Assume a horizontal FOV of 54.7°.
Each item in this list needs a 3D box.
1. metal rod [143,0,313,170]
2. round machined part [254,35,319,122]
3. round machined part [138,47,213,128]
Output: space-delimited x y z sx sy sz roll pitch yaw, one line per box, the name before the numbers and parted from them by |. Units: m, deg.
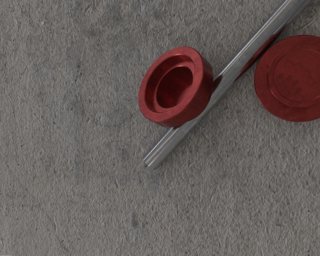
metal rod | 0.083 -0.062 0.379 0.025 0.025 0.299 45 104 14
round machined part | 0.156 -0.056 0.345 0.098 0.042 0.097 0 90 20
round machined part | 0.023 -0.046 0.377 0.098 0.042 0.098 -21 55 35
